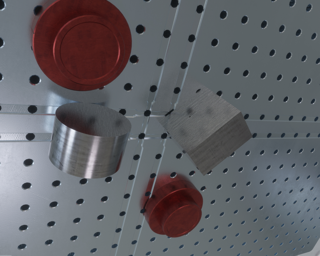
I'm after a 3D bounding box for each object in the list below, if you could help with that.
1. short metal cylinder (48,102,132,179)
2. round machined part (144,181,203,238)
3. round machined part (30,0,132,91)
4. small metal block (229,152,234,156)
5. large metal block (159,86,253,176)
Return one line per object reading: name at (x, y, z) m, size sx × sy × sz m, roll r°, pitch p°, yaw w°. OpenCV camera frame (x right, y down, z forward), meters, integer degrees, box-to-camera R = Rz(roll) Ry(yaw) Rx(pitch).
short metal cylinder at (-0.077, 0.011, 0.341) m, size 0.081 × 0.080 × 0.050 m, roll 3°, pitch 117°, yaw -30°
round machined part at (0.028, 0.137, 0.500) m, size 0.099 × 0.042 × 0.097 m, roll -14°, pitch 124°, yaw -21°
round machined part at (-0.074, -0.081, 0.309) m, size 0.099 × 0.042 × 0.097 m, roll -14°, pitch 124°, yaw -21°
small metal block at (0.104, 0.009, 0.473) m, size 0.050 × 0.025 × 0.050 m, roll -45°, pitch 129°, yaw 3°
large metal block at (0.058, 0.002, 0.408) m, size 0.080 × 0.080 × 0.050 m, roll -38°, pitch 129°, yaw -2°
